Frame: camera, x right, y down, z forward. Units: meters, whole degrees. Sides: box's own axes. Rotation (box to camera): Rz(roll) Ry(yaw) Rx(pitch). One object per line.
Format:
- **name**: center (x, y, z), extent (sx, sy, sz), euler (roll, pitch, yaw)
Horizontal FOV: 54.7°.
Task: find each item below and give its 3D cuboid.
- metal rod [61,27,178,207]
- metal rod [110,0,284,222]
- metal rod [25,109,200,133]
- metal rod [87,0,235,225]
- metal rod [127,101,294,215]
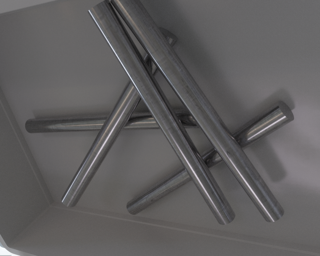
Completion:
- **metal rod**: center (-0.066, 0.004, 0.411), extent (0.025, 0.025, 0.298), euler (37, 118, 4)
- **metal rod**: center (0.048, -0.016, 0.339), extent (0.025, 0.025, 0.299), euler (-28, 103, 37)
- **metal rod**: center (-0.084, -0.008, 0.448), extent (0.300, 0.025, 0.025), euler (-2, 118, 29)
- **metal rod**: center (0.012, -0.003, 0.361), extent (0.025, 0.025, 0.299), euler (-19, 112, 35)
- **metal rod**: center (0.044, 0.057, 0.420), extent (0.025, 0.025, 0.299), euler (46, 129, -4)
